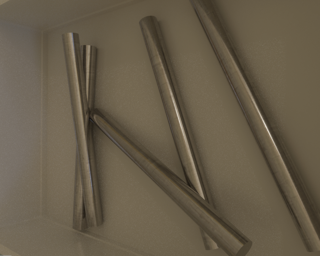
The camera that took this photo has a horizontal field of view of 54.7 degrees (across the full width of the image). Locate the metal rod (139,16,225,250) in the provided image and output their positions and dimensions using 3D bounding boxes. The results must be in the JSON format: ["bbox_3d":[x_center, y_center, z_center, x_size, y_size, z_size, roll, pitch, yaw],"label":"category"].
[{"bbox_3d":[0.024,-0.005,0.387,0.025,0.025,0.299,-26,74,37],"label":"metal rod"}]

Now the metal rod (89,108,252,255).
[{"bbox_3d":[-0.011,0.048,0.392,0.300,0.025,0.025,37,113,41],"label":"metal rod"}]

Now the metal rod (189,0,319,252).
[{"bbox_3d":[0.097,-0.025,0.326,0.025,0.025,0.299,-33,70,35],"label":"metal rod"}]

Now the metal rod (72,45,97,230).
[{"bbox_3d":[-0.124,0.017,0.509,0.025,0.025,0.298,6,94,40],"label":"metal rod"}]

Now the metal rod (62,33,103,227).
[{"bbox_3d":[-0.120,0.005,0.483,0.025,0.025,0.298,-3,95,40],"label":"metal rod"}]
